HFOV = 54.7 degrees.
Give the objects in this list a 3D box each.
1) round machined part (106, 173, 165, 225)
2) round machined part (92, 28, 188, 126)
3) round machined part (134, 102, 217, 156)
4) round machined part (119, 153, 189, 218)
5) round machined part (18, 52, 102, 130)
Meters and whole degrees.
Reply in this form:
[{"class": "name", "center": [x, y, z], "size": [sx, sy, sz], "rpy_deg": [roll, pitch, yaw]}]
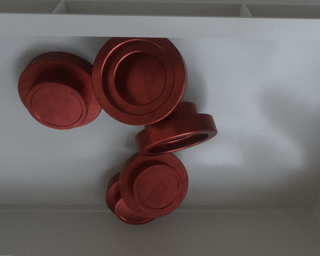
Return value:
[{"class": "round machined part", "center": [-0.036, 0.114, 0.487], "size": [0.099, 0.042, 0.097], "rpy_deg": [-1, 123, -2]}, {"class": "round machined part", "center": [-0.019, -0.053, 0.332], "size": [0.098, 0.042, 0.097], "rpy_deg": [1, 95, 12]}, {"class": "round machined part", "center": [0.016, 0.000, 0.378], "size": [0.099, 0.042, 0.098], "rpy_deg": [-15, 166, -3]}, {"class": "round machined part", "center": [-0.006, 0.080, 0.434], "size": [0.099, 0.042, 0.097], "rpy_deg": [-1, 96, -14]}, {"class": "round machined part", "center": [-0.117, -0.036, 0.365], "size": [0.099, 0.042, 0.097], "rpy_deg": [-1, 130, 0]}]
